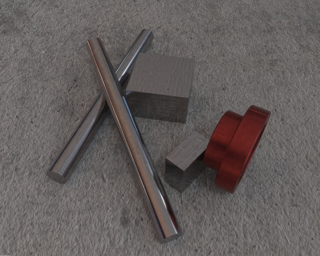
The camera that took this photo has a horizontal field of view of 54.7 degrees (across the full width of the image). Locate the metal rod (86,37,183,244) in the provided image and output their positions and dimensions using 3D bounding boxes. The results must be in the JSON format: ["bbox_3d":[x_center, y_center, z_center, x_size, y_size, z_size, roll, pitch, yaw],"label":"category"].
[{"bbox_3d":[-0.043,-0.007,0.385,0.025,0.025,0.299,-17,59,-14],"label":"metal rod"}]

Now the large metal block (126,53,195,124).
[{"bbox_3d":[0.003,-0.057,0.435,0.080,0.050,0.080,8,50,6],"label":"large metal block"}]

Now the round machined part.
[{"bbox_3d":[0.081,0.019,0.341,0.042,0.097,0.098,25,54,19],"label":"round machined part"}]

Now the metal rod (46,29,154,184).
[{"bbox_3d":[-0.070,-0.052,0.446,0.025,0.025,0.300,15,51,11],"label":"metal rod"}]

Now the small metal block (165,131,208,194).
[{"bbox_3d":[0.032,0.039,0.354,0.025,0.050,0.050,35,58,25],"label":"small metal block"}]
